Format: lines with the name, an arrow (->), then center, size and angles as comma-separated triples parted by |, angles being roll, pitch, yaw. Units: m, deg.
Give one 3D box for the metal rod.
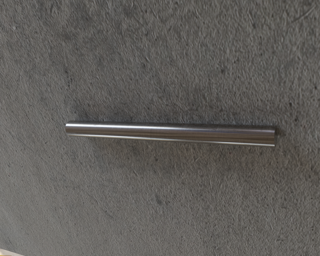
metal rod -> -0.004, 0.005, 0.414 | 0.300, 0.025, 0.025 | 2, 119, 27
